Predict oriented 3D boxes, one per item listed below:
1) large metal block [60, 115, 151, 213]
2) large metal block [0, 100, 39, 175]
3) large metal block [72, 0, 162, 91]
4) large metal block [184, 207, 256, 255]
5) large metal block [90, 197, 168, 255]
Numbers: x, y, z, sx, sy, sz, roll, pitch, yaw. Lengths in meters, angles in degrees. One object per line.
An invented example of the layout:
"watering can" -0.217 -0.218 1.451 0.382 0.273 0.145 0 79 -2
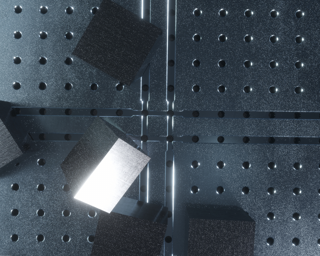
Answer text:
"large metal block" -0.069 0.041 0.378 0.050 0.080 0.080 37 90 -34
"large metal block" -0.221 0.019 0.400 0.080 0.050 0.080 -32 90 0
"large metal block" -0.052 -0.105 0.400 0.080 0.050 0.080 30 90 0
"large metal block" 0.074 0.151 0.401 0.080 0.050 0.080 3 90 0
"large metal block" -0.039 0.139 0.395 0.080 0.050 0.080 14 99 0
